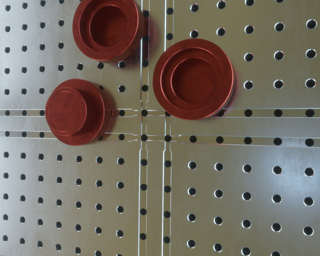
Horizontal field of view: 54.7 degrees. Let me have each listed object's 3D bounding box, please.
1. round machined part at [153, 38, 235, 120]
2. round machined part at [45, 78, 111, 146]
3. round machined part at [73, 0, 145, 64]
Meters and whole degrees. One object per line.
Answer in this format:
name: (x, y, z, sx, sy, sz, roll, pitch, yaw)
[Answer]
round machined part: (0.044, -0.058, 0.387, 0.098, 0.042, 0.097, 0, 90, 19)
round machined part: (-0.124, -0.023, 0.446, 0.098, 0.042, 0.097, 0, 90, 19)
round machined part: (-0.066, -0.137, 0.426, 0.098, 0.042, 0.097, 0, 90, 19)
